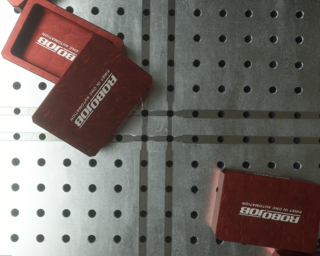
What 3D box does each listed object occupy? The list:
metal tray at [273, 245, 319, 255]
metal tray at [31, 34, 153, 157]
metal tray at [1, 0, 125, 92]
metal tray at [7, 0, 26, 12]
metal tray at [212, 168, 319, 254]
[{"bbox_3d":[0.225,0.205,0.412,0.131,0.030,0.090,-8,90,0],"label":"metal tray"},{"bbox_3d":[-0.083,-0.039,0.388,0.090,0.030,0.130,36,97,-21],"label":"metal tray"},{"bbox_3d":[-0.123,-0.101,0.405,0.130,0.030,0.090,27,90,-4],"label":"metal tray"},{"bbox_3d":[-0.166,-0.228,0.409,0.130,0.030,0.090,-42,90,0],"label":"metal tray"},{"bbox_3d":[0.141,0.108,0.412,0.131,0.030,0.090,9,90,0],"label":"metal tray"}]
